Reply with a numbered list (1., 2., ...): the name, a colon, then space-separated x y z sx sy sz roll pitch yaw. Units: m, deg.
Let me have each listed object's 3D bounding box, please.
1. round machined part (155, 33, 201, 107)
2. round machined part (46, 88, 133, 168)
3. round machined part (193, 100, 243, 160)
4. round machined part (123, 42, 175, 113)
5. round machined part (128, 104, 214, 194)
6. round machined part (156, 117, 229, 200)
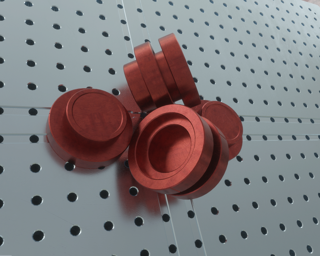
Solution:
1. round machined part: 0.016 -0.069 0.403 0.042 0.098 0.098 -22 68 6
2. round machined part: -0.077 -0.006 0.359 0.099 0.042 0.098 13 56 -21
3. round machined part: 0.077 0.001 0.438 0.099 0.042 0.098 13 56 -21
4. round machined part: -0.015 -0.058 0.403 0.042 0.098 0.098 -22 68 6
5. round machined part: 0.015 0.026 0.347 0.042 0.098 0.098 34 43 -48
6. round machined part: 0.037 0.037 0.370 0.042 0.098 0.098 35 43 -48
